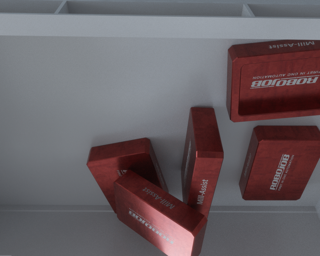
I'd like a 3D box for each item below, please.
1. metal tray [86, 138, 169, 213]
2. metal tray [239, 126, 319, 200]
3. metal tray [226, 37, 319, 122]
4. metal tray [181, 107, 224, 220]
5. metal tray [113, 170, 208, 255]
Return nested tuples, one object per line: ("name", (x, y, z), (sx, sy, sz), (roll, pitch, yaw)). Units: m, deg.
("metal tray", (-0.044, 0.078, 0.471), (0.090, 0.030, 0.129), (-11, 130, 9))
("metal tray", (0.174, 0.055, 0.454), (0.091, 0.030, 0.129), (0, 130, -1))
("metal tray", (0.146, -0.055, 0.360), (0.131, 0.030, 0.089), (-5, 130, 4))
("metal tray", (0.051, 0.049, 0.407), (0.030, 0.090, 0.129), (2, 130, -2))
("metal tray", (-0.003, 0.123, 0.422), (0.130, 0.030, 0.089), (27, 136, 26))
